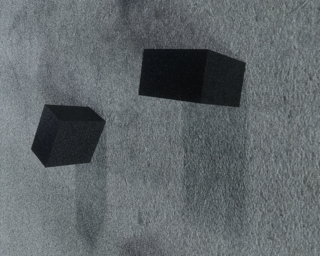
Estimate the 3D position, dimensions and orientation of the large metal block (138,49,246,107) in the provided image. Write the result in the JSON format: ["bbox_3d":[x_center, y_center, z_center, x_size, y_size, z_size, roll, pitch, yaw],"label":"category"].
[{"bbox_3d":[0.036,-0.054,0.340,0.080,0.081,0.050,12,98,39],"label":"large metal block"}]

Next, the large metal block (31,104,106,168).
[{"bbox_3d":[-0.144,0.012,0.488,0.050,0.081,0.079,38,113,33],"label":"large metal block"}]
